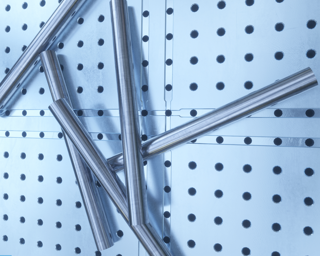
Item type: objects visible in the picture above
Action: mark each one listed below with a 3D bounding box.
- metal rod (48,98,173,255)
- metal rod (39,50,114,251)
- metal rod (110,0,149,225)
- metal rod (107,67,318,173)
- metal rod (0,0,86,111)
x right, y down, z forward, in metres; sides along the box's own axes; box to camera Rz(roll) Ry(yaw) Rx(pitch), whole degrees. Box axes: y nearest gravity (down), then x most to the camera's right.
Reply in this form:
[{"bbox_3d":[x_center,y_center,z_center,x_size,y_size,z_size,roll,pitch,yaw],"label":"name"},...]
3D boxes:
[{"bbox_3d":[-0.053,0.089,0.408,0.025,0.025,0.299,-36,87,16],"label":"metal rod"},{"bbox_3d":[-0.124,0.028,0.454,0.025,0.025,0.299,-21,83,18],"label":"metal rod"},{"bbox_3d":[-0.042,-0.028,0.407,0.025,0.025,0.298,-10,80,19],"label":"metal rod"},{"bbox_3d":[0.044,0.001,0.396,0.300,0.025,0.025,-25,82,17],"label":"metal rod"},{"bbox_3d":[-0.182,-0.130,0.474,0.299,0.025,0.025,-46,76,14],"label":"metal rod"}]
